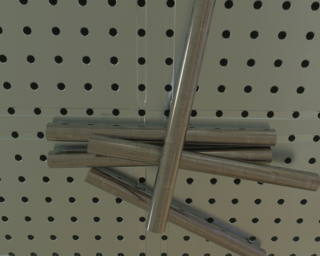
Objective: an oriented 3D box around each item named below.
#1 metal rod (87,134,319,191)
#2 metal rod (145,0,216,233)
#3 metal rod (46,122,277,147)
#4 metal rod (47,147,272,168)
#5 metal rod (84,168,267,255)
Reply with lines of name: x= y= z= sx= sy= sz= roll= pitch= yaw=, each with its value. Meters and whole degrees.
metal rod: x=0.059 y=0.046 z=0.403 sx=0.302 sy=0.025 sz=0.025 roll=10 pitch=110 yaw=-4
metal rod: x=0.025 y=-0.021 z=0.368 sx=0.025 sy=0.025 sz=0.298 roll=12 pitch=95 yaw=-5
metal rod: x=0.003 y=0.009 z=0.416 sx=0.302 sy=0.025 sz=0.025 roll=2 pitch=110 yaw=-1
metal rod: x=0.000 y=0.040 z=0.428 sx=0.302 sy=0.025 sz=0.025 roll=-1 pitch=110 yaw=0
metal rod: x=0.030 y=0.134 z=0.463 sx=0.301 sy=0.025 sz=0.025 roll=28 pitch=107 yaw=-11
